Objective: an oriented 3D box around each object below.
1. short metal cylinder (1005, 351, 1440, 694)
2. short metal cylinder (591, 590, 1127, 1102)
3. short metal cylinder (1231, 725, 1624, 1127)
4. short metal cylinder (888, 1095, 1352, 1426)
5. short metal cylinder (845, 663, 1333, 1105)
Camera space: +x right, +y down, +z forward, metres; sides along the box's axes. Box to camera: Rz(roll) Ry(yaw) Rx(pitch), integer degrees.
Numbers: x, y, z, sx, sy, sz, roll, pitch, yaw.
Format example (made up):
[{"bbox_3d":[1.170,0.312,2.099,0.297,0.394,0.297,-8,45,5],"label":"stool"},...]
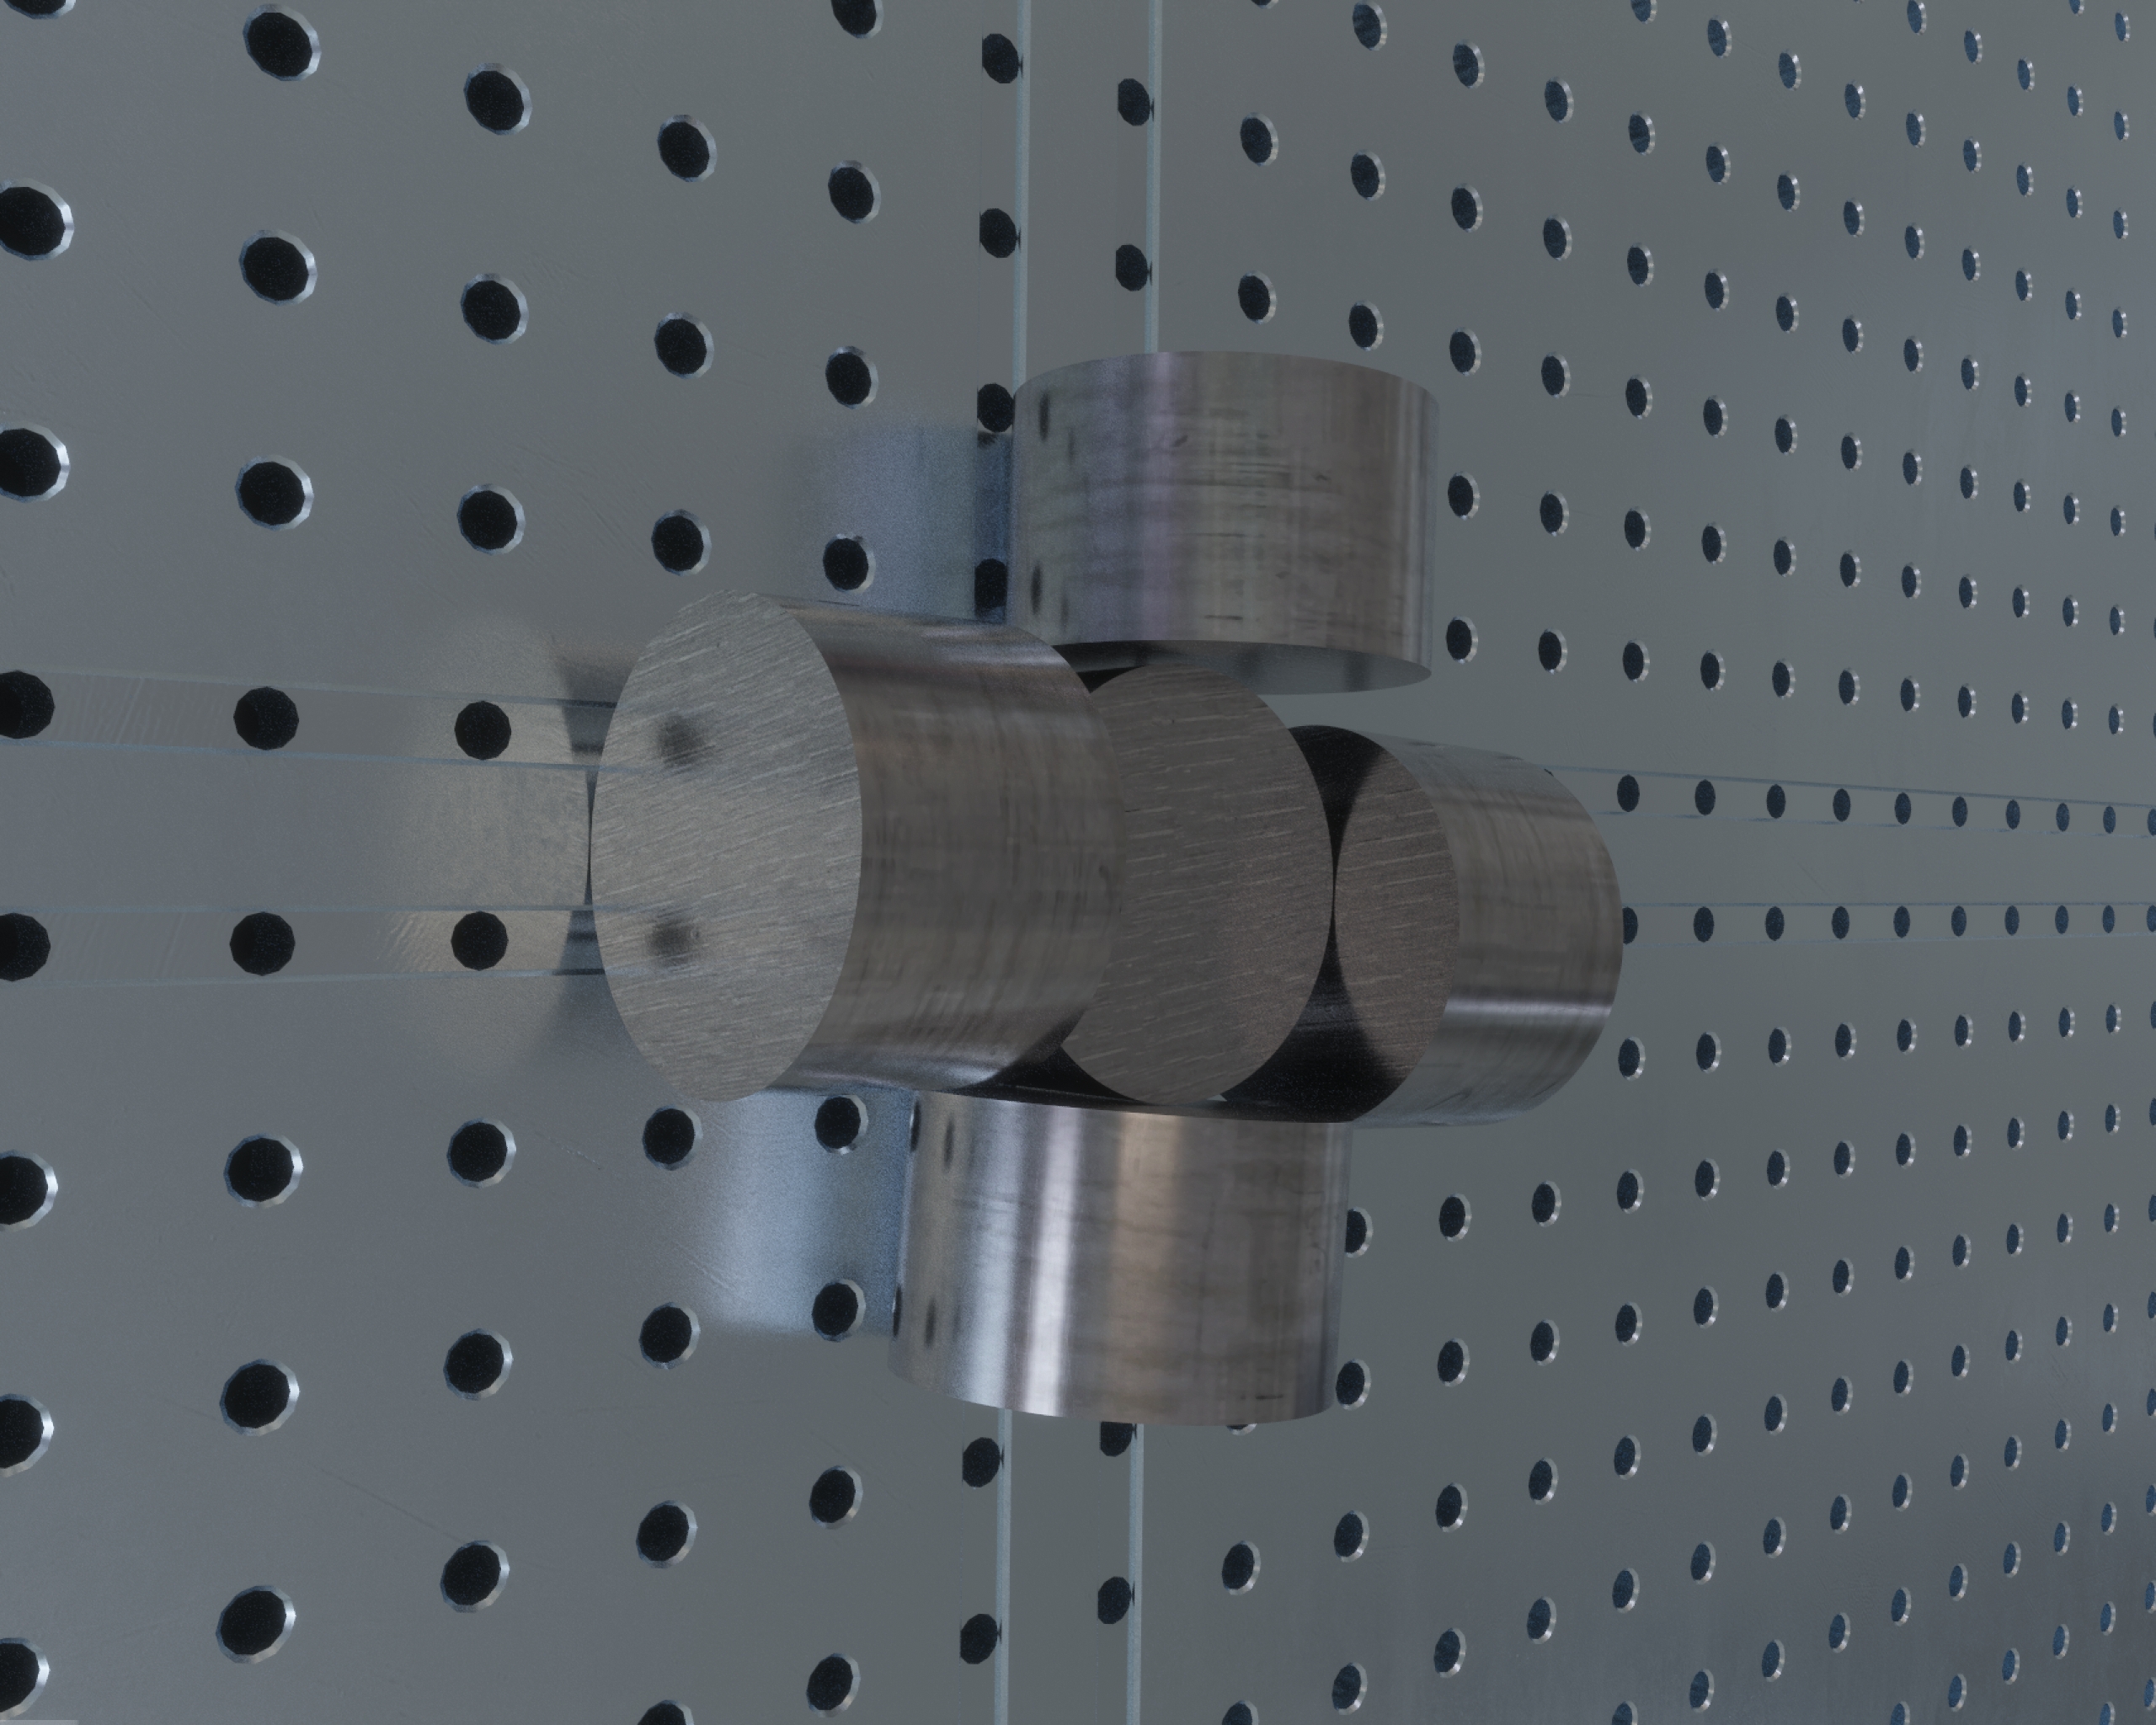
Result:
[{"bbox_3d":[0.027,-0.061,0.395,0.081,0.080,0.050,4,88,-40],"label":"short metal cylinder"},{"bbox_3d":[-0.038,-0.002,0.341,0.050,0.080,0.080,2,89,-41],"label":"short metal cylinder"},{"bbox_3d":[0.063,0.014,0.426,0.050,0.080,0.080,5,87,-40],"label":"short metal cylinder"},{"bbox_3d":[0.008,0.068,0.378,0.081,0.080,0.050,8,85,-40],"label":"short metal cylinder"},{"bbox_3d":[0.002,0.004,0.395,0.081,0.050,0.080,0,90,-41],"label":"short metal cylinder"}]
